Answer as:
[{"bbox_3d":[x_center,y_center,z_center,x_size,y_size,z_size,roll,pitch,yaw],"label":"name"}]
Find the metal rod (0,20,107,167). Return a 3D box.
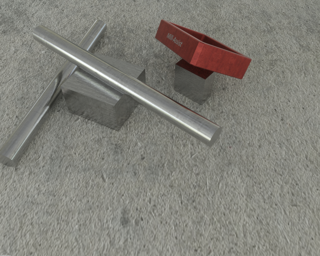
[{"bbox_3d":[-0.145,-0.072,0.461,0.025,0.025,0.300,12,51,9],"label":"metal rod"}]

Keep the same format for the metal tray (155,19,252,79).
[{"bbox_3d":[0.059,-0.117,0.451,0.091,0.030,0.130,9,26,-30],"label":"metal tray"}]

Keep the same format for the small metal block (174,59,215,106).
[{"bbox_3d":[0.049,-0.068,0.445,0.050,0.050,0.025,33,57,24],"label":"small metal block"}]

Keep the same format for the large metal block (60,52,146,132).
[{"bbox_3d":[-0.074,-0.052,0.430,0.080,0.050,0.080,21,53,16],"label":"large metal block"}]

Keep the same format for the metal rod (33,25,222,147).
[{"bbox_3d":[-0.057,-0.064,0.391,0.300,0.025,0.025,32,57,23],"label":"metal rod"}]
